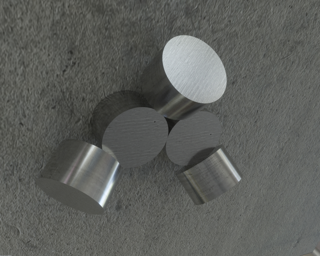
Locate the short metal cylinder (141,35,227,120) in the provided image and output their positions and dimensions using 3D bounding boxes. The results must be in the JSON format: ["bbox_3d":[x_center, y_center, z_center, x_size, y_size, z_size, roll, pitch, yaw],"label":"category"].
[{"bbox_3d":[0.026,-0.055,0.345,0.081,0.080,0.050,1,160,-29],"label":"short metal cylinder"}]

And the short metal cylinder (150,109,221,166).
[{"bbox_3d":[0.033,0.003,0.412,0.081,0.050,0.079,-14,124,-21],"label":"short metal cylinder"}]

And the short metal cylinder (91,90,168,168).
[{"bbox_3d":[-0.037,0.001,0.372,0.081,0.050,0.079,-14,124,-21],"label":"short metal cylinder"}]

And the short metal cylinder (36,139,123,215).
[{"bbox_3d":[-0.089,0.056,0.351,0.080,0.080,0.050,55,46,-39],"label":"short metal cylinder"}]

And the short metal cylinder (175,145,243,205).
[{"bbox_3d":[0.069,0.066,0.443,0.080,0.080,0.050,-32,87,-7],"label":"short metal cylinder"}]
